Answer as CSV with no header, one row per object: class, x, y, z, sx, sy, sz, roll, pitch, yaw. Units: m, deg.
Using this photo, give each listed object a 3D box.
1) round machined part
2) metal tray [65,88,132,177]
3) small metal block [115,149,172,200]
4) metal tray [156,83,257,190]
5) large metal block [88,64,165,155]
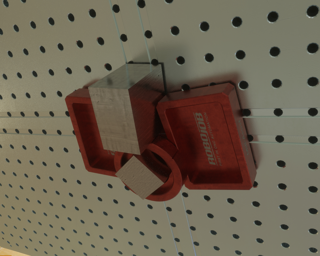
round machined part,-0.009,0.047,0.417,0.098,0.042,0.097,13,124,21
metal tray,-0.078,0.010,0.450,0.090,0.030,0.129,6,121,25
small metal block,-0.022,0.058,0.399,0.050,0.025,0.050,43,129,-2
metal tray,0.059,0.016,0.381,0.090,0.030,0.129,-7,115,31
large metal block,-0.033,-0.026,0.372,0.050,0.080,0.079,6,121,25
